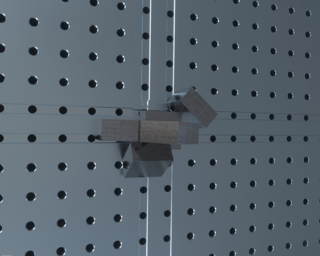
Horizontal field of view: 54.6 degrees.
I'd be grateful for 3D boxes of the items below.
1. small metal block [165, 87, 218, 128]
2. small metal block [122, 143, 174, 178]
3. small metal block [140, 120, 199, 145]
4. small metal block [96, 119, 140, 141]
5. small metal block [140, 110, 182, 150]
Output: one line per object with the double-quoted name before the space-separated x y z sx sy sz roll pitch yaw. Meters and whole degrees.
"small metal block" 0.041 -0.026 0.414 0.050 0.050 0.025 45 76 -15
"small metal block" -0.017 0.041 0.390 0.050 0.050 0.025 1 58 -20
"small metal block" 0.012 0.005 0.366 0.050 0.050 0.025 3 89 -57
"small metal block" -0.050 0.003 0.380 0.050 0.050 0.025 2 90 -19
"small metal block" 0.000 0.003 0.412 0.050 0.025 0.050 2 89 -21
